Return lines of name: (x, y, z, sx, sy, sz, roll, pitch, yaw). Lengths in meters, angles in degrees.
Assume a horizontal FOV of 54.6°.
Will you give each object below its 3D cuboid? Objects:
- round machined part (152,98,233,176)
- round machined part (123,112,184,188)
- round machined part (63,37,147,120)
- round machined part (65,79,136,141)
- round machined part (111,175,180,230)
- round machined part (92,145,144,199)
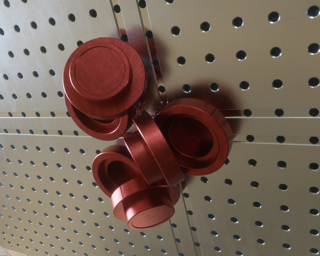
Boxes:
round machined part: (0.041, 0.007, 0.383, 0.098, 0.042, 0.097, 13, 124, 21)
round machined part: (-0.012, 0.032, 0.388, 0.042, 0.098, 0.098, -29, 107, -6)
round machined part: (-0.065, -0.061, 0.362, 0.098, 0.042, 0.098, 0, 82, 2)
round machined part: (-0.075, -0.035, 0.418, 0.098, 0.042, 0.097, 13, 124, 21)
round machined part: (-0.017, 0.110, 0.441, 0.099, 0.042, 0.098, -13, 142, -11)
round machined part: (-0.050, 0.066, 0.467, 0.098, 0.042, 0.097, 13, 124, 21)
